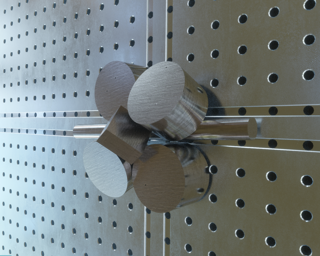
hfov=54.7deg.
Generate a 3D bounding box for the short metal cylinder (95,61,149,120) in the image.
[{"bbox_3d":[-0.044,-0.048,0.424,0.080,0.050,0.079,0,90,40],"label":"short metal cylinder"}]

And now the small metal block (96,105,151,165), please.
[{"bbox_3d":[-0.041,0.008,0.376,0.050,0.050,0.025,36,128,-12],"label":"small metal block"}]

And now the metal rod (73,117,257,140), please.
[{"bbox_3d":[-0.019,0.004,0.419,0.300,0.025,0.025,-1,89,40],"label":"metal rod"}]

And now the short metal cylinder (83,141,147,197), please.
[{"bbox_3d":[-0.058,0.046,0.420,0.080,0.050,0.079,17,120,32],"label":"short metal cylinder"}]

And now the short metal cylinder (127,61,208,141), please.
[{"bbox_3d":[0.009,-0.031,0.364,0.080,0.050,0.080,-20,55,31],"label":"short metal cylinder"}]

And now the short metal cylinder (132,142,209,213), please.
[{"bbox_3d":[0.012,0.058,0.378,0.080,0.050,0.079,0,90,40],"label":"short metal cylinder"}]
